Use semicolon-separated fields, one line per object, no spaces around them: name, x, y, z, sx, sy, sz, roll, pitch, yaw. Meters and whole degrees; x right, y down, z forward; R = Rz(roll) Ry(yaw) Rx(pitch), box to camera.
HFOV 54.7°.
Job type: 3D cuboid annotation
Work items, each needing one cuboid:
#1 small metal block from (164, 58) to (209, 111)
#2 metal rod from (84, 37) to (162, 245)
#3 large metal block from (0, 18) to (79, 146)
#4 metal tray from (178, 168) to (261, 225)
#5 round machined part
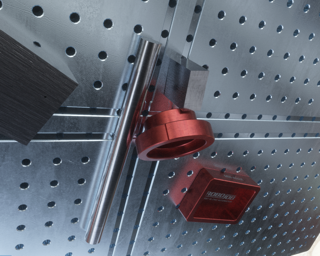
small metal block;0.031;-0.054;0.380;0.025;0.050;0.050;-5;120;-27
metal rod;-0.054;0.033;0.402;0.025;0.025;0.298;5;116;-31
large metal block;-0.140;-0.043;0.293;0.080;0.050;0.080;-48;129;5
metal tray;0.107;0.123;0.545;0.131;0.030;0.089;16;110;-35
round machined part;0.017;0.007;0.395;0.099;0.042;0.098;-11;162;-4
